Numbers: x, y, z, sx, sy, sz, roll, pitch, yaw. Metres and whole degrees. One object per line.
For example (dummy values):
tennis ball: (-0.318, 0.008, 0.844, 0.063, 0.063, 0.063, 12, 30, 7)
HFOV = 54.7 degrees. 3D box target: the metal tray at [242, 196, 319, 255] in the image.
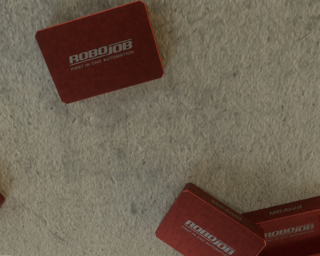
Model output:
metal tray: (0.196, 0.160, 0.469, 0.131, 0.030, 0.089, -15, 110, 5)

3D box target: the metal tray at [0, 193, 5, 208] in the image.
metal tray: (-0.297, 0.080, 0.432, 0.090, 0.030, 0.130, -28, 108, 9)

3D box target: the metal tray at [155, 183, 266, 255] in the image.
metal tray: (0.071, 0.151, 0.444, 0.130, 0.030, 0.090, 32, 107, 6)

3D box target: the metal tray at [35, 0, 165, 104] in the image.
metal tray: (-0.068, -0.090, 0.373, 0.131, 0.030, 0.089, -15, 110, 5)
